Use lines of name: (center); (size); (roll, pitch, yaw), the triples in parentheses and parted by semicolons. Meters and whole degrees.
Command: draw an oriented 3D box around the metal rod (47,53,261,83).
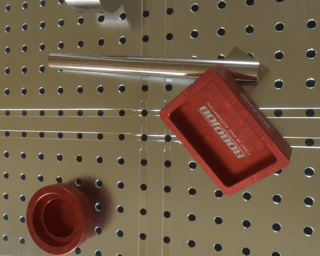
metal rod: (-0.025, -0.081, 0.404); (0.301, 0.025, 0.025); (8, 93, 25)

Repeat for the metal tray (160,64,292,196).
metal tray: (0.073, 0.005, 0.355); (0.130, 0.030, 0.090); (51, 125, 0)

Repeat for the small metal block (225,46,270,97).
small metal block: (0.097, -0.063, 0.378); (0.050, 0.025, 0.050); (40, 102, 15)

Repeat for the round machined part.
round machined part: (-0.141, 0.129, 0.452); (0.098, 0.042, 0.097); (0, 90, 19)

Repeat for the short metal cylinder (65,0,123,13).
short metal cylinder: (-0.089, -0.196, 0.413); (0.050, 0.080, 0.079); (7, 93, 19)
